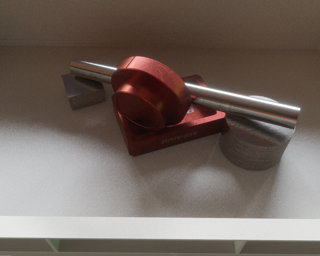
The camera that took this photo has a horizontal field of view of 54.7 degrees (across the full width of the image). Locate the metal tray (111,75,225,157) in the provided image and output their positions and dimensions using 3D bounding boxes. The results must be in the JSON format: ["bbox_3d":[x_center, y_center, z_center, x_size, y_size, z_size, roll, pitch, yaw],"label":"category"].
[{"bbox_3d":[0.010,-0.021,0.416,0.131,0.030,0.090,-15,52,-13],"label":"metal tray"}]

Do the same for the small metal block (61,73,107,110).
[{"bbox_3d":[-0.111,-0.058,0.450,0.050,0.025,0.050,-17,52,-15],"label":"small metal block"}]

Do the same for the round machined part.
[{"bbox_3d":[-0.016,-0.033,0.367,0.098,0.098,0.042,22,61,17],"label":"round machined part"}]

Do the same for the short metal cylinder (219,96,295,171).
[{"bbox_3d":[0.118,0.006,0.384,0.081,0.050,0.080,0,50,0],"label":"short metal cylinder"}]

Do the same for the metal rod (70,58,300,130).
[{"bbox_3d":[0.015,-0.049,0.391,0.301,0.025,0.025,16,52,20],"label":"metal rod"}]
